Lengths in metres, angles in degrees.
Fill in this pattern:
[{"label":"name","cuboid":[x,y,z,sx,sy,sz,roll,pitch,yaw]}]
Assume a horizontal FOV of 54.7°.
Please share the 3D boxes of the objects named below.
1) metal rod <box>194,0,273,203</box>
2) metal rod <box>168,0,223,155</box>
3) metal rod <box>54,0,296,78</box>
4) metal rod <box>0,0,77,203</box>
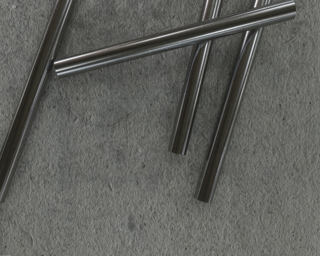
[{"label":"metal rod","cuboid":[0.100,-0.048,0.411,0.025,0.025,0.298,17,90,-1]},{"label":"metal rod","cuboid":[0.057,-0.112,0.410,0.025,0.025,0.298,14,90,-1]},{"label":"metal rod","cuboid":[0.013,-0.110,0.390,0.301,0.025,0.025,-13,90,7]},{"label":"metal rod","cuboid":[-0.167,-0.046,0.407,0.025,0.025,0.299,20,90,-1]}]
